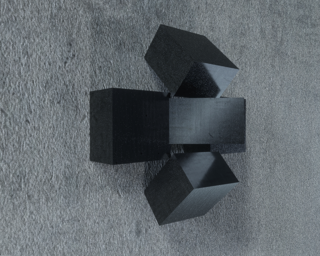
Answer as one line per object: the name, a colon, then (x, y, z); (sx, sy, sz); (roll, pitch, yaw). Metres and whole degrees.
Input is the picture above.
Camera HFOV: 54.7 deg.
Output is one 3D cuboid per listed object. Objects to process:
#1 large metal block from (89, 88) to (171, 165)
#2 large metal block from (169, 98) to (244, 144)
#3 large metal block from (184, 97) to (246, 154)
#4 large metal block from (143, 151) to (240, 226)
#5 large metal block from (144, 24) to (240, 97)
large metal block: (-0.034, -0.002, 0.363); (0.081, 0.050, 0.079); (-1, 91, -40)
large metal block: (0.053, -0.008, 0.374); (0.080, 0.080, 0.050); (0, 91, 4)
large metal block: (0.082, -0.004, 0.458); (0.081, 0.050, 0.079); (0, 90, -40)
large metal block: (0.039, 0.076, 0.397); (0.081, 0.080, 0.050); (2, 46, -39)
large metal block: (0.039, -0.083, 0.398); (0.081, 0.080, 0.050); (0, 134, -40)
